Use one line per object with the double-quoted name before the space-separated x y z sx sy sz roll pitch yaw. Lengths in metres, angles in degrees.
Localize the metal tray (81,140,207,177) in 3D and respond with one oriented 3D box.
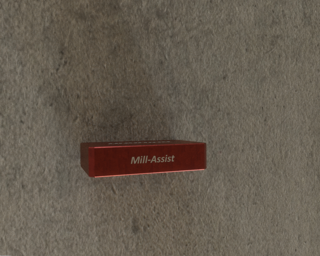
"metal tray" -0.023 0.032 0.365 0.131 0.090 0.030 -1 91 -20
